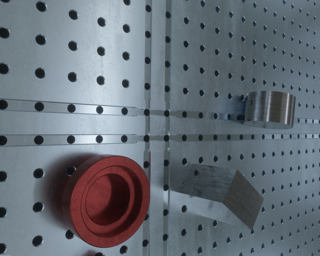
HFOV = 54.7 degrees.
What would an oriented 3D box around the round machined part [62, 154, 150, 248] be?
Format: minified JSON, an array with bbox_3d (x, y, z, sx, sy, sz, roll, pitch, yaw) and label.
[{"bbox_3d":[-0.062,0.078,0.346,0.099,0.042,0.097,0,90,-40],"label":"round machined part"}]

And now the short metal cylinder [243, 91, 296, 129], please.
[{"bbox_3d":[0.187,-0.029,0.529,0.081,0.080,0.050,13,82,-39],"label":"short metal cylinder"}]

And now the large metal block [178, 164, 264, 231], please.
[{"bbox_3d":[0.088,0.098,0.448,0.080,0.080,0.050,45,63,-31],"label":"large metal block"}]
